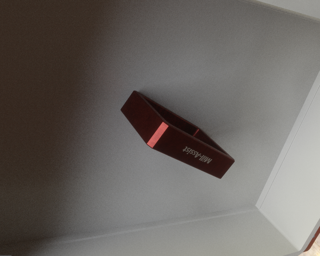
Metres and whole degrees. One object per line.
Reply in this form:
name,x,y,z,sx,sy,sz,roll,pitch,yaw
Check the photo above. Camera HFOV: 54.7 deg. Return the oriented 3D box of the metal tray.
metal tray,0.023,0.009,0.382,0.131,0.090,0.030,27,103,-38
